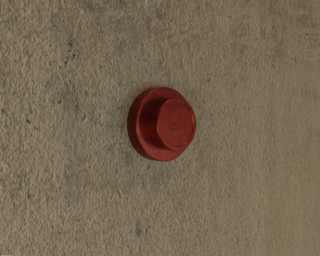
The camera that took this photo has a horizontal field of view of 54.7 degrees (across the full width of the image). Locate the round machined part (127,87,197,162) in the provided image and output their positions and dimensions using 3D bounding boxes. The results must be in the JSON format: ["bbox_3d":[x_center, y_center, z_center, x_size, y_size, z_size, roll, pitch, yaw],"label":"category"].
[{"bbox_3d":[0.009,-0.005,0.404,0.099,0.042,0.097,0,90,-40],"label":"round machined part"}]
